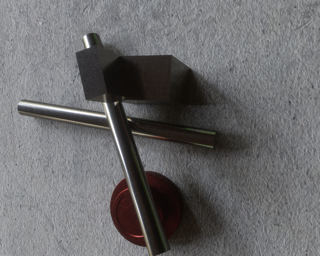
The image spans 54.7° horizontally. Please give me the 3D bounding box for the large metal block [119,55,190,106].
[{"bbox_3d":[-0.013,-0.056,0.383,0.080,0.080,0.050,3,91,19],"label":"large metal block"}]

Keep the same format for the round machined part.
[{"bbox_3d":[-0.023,0.108,0.407,0.098,0.042,0.097,0,90,19],"label":"round machined part"}]

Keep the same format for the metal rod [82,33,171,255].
[{"bbox_3d":[-0.048,0.007,0.394,0.025,0.025,0.299,-26,72,18],"label":"metal rod"}]

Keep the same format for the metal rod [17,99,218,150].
[{"bbox_3d":[-0.072,-0.008,0.432,0.301,0.025,0.025,10,93,19],"label":"metal rod"}]

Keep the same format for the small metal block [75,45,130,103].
[{"bbox_3d":[-0.060,-0.055,0.331,0.025,0.050,0.050,-15,85,19],"label":"small metal block"}]
